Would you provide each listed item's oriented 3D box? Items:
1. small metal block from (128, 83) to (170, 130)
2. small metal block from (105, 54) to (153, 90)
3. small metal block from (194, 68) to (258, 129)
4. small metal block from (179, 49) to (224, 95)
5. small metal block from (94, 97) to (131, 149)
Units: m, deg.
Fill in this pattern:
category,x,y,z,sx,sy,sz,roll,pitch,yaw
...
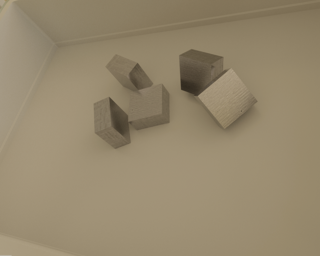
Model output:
category,x,y,z,sx,sy,sz,roll,pitch,yaw
small metal block,-0.015,-0.029,0.431,0.050,0.025,0.050,-13,56,21
small metal block,-0.045,-0.079,0.462,0.050,0.050,0.025,29,78,37
small metal block,0.077,-0.035,0.368,0.050,0.050,0.025,-40,8,1
small metal block,0.053,-0.070,0.401,0.050,0.050,0.025,26,46,37
small metal block,-0.066,-0.006,0.428,0.025,0.050,0.050,-22,54,15
